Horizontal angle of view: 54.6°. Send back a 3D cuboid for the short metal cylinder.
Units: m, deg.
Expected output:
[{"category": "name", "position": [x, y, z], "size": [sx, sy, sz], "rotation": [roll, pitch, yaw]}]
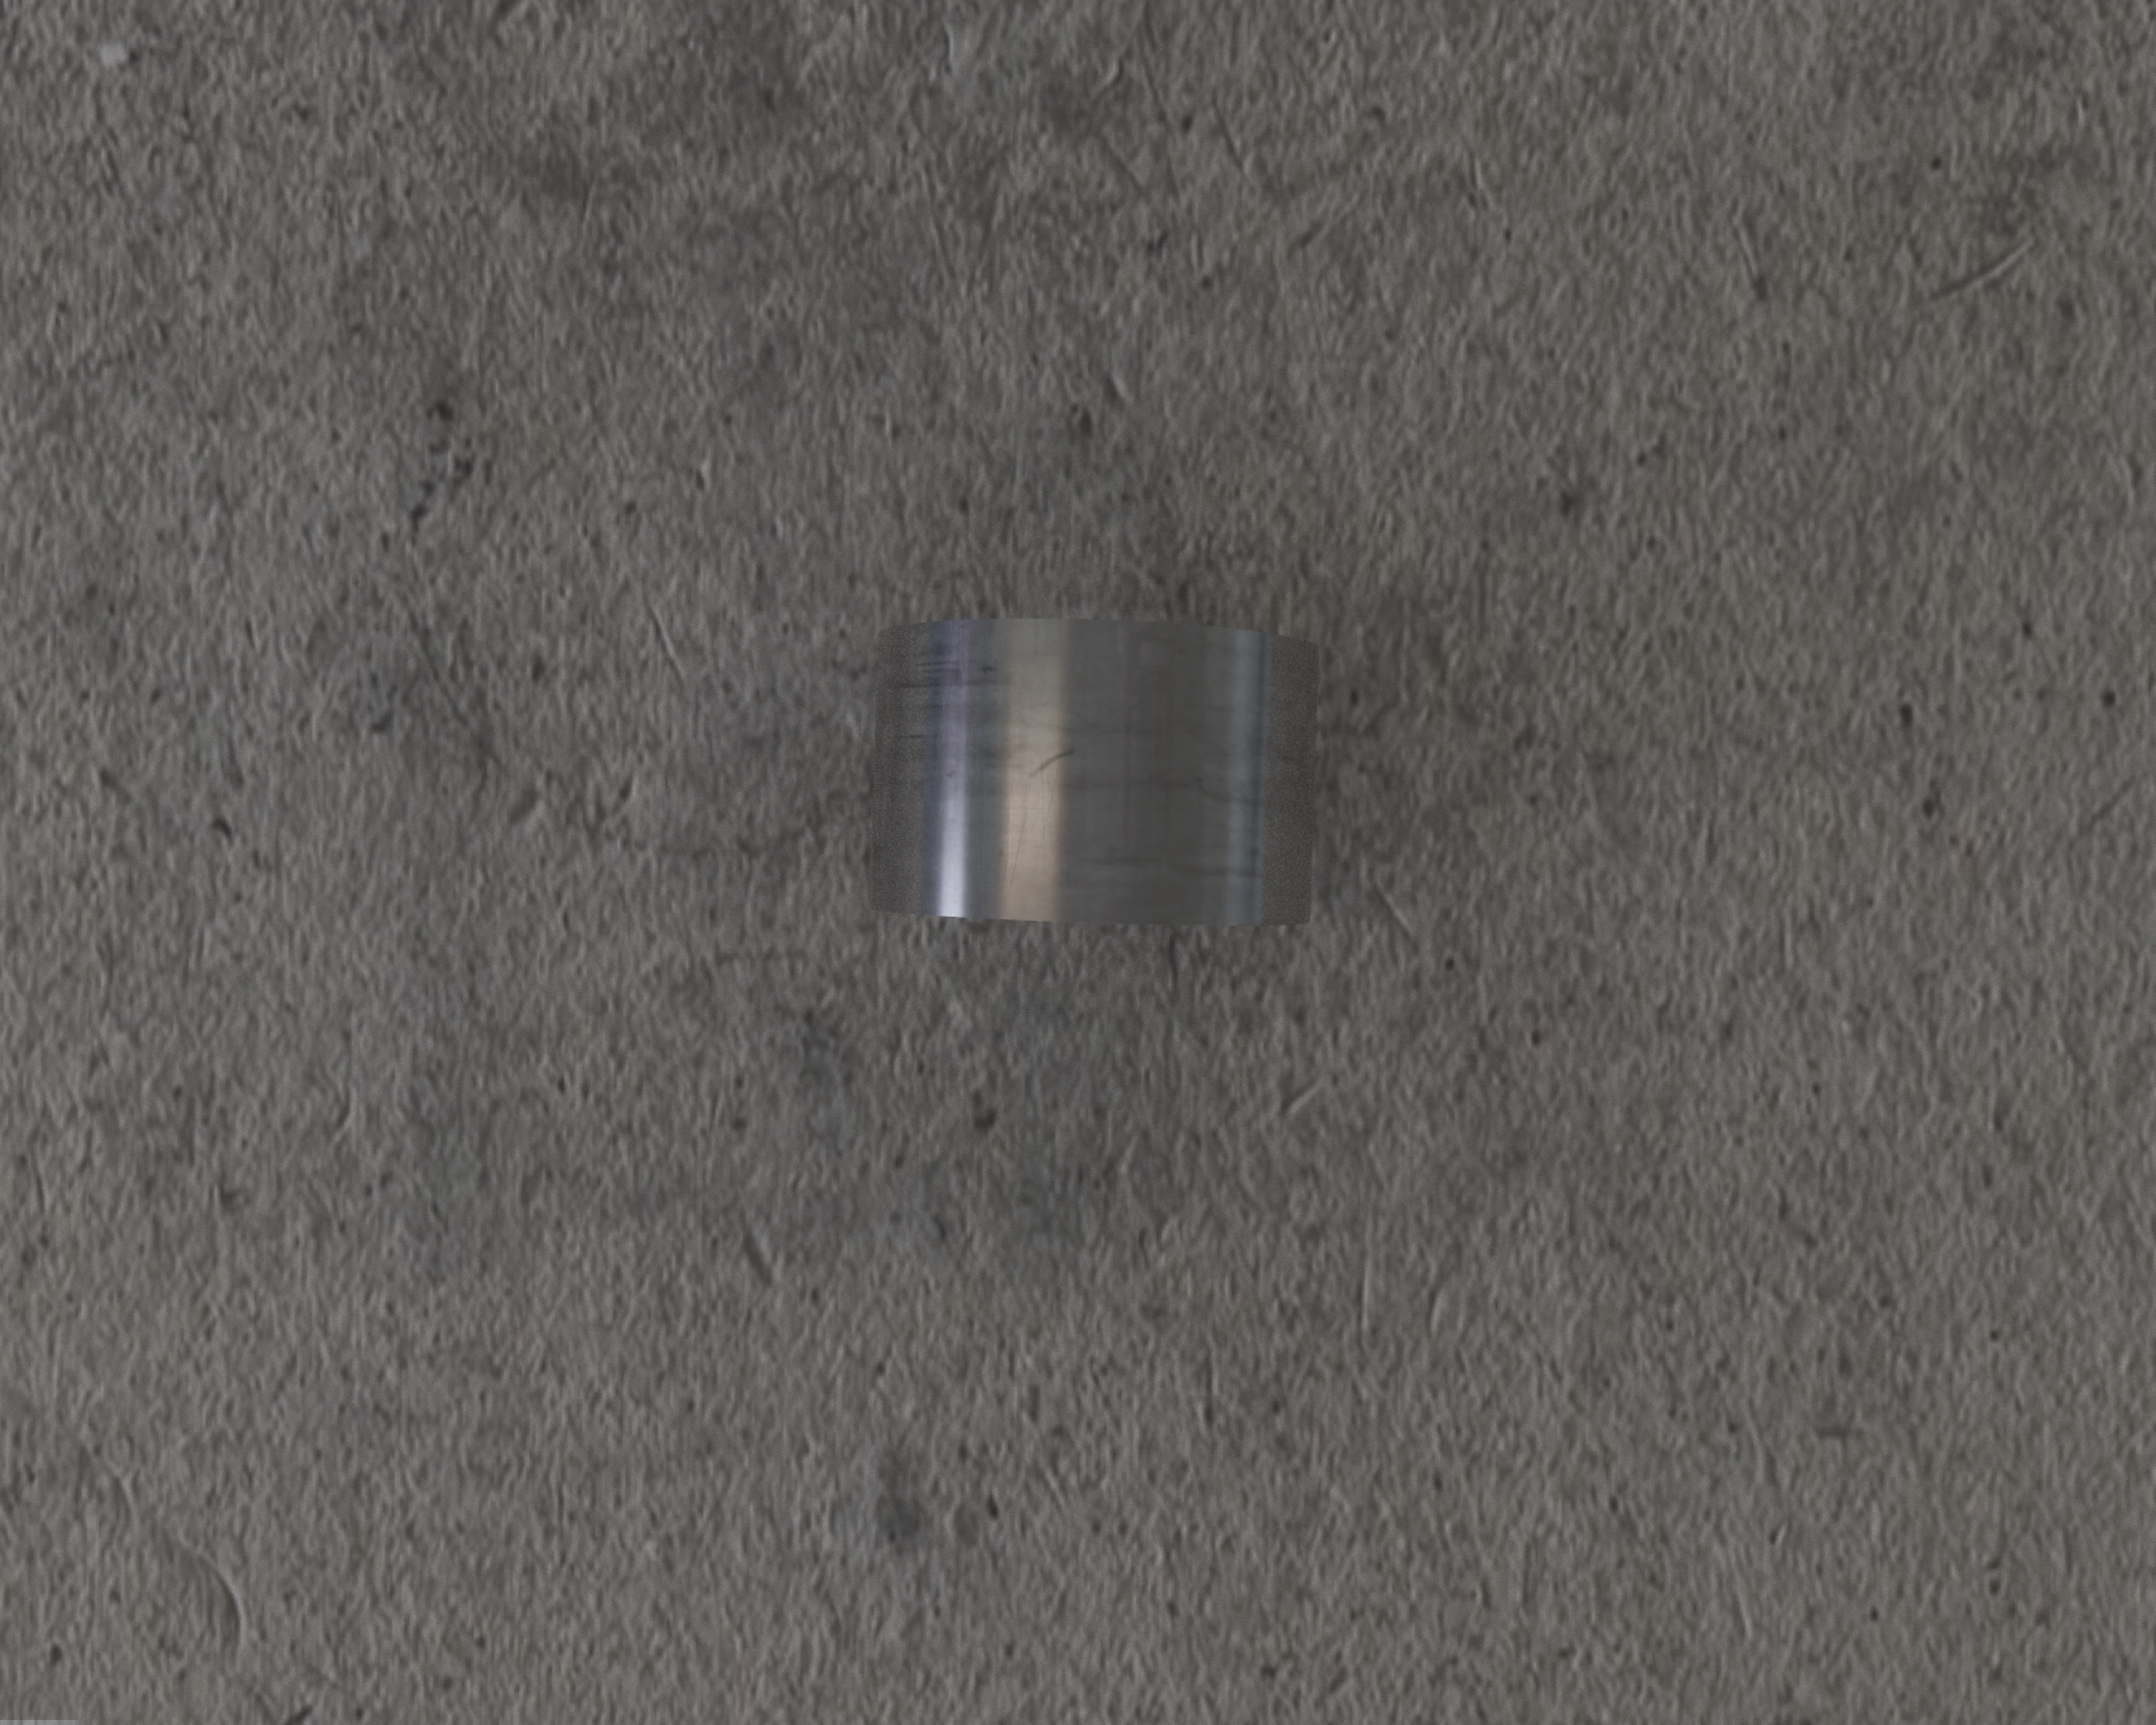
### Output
[{"category": "short metal cylinder", "position": [0.003, -0.015, 0.382], "size": [0.080, 0.080, 0.050], "rotation": [2, 90, 0]}]
